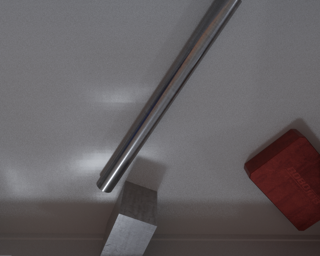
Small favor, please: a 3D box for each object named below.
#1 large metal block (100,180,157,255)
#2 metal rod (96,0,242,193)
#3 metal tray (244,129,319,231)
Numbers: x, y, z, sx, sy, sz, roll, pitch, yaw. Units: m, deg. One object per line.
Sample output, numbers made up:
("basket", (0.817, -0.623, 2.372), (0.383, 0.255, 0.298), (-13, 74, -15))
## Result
("large metal block", (-0.042, 0.134, 0.431), (0.050, 0.080, 0.079), (21, 109, -8))
("metal rod", (0.002, -0.034, 0.398), (0.025, 0.025, 0.299), (31, 107, -11))
("metal tray", (0.195, 0.076, 0.440), (0.090, 0.030, 0.130), (-41, 106, 13))
